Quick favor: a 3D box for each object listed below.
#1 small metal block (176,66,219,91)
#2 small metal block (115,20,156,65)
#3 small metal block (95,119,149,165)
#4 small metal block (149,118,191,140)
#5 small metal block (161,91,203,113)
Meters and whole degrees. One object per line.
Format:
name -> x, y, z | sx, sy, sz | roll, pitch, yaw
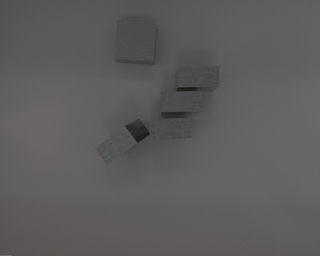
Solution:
small metal block -> 0.047, -0.062, 0.399 | 0.050, 0.050, 0.025 | -1, 90, 0
small metal block -> -0.032, -0.112, 0.411 | 0.050, 0.025, 0.050 | 4, 90, 0
small metal block -> -0.046, 0.016, 0.392 | 0.050, 0.050, 0.025 | -36, 90, 19
small metal block -> 0.012, 0.001, 0.399 | 0.050, 0.050, 0.025 | -2, 90, -1
small metal block -> 0.026, -0.032, 0.399 | 0.050, 0.050, 0.025 | -1, 90, 0
